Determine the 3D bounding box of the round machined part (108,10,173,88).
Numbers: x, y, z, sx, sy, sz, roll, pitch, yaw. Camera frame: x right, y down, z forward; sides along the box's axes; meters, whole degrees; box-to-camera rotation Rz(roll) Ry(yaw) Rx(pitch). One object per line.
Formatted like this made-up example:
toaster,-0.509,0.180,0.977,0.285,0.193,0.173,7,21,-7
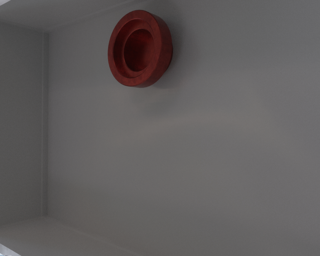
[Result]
round machined part,-0.022,-0.102,0.415,0.098,0.042,0.097,0,90,40
